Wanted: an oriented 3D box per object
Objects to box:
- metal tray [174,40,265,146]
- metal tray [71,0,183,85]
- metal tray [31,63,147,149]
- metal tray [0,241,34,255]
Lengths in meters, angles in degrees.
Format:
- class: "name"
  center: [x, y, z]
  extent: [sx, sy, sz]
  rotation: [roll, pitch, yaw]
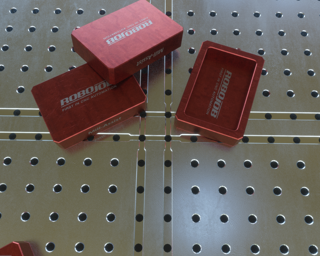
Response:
- class: "metal tray"
  center: [0.083, -0.050, 0.428]
  extent: [0.090, 0.030, 0.130]
  rotation: [19, 71, 6]
- class: "metal tray"
  center: [-0.043, -0.124, 0.433]
  extent: [0.131, 0.030, 0.090]
  rotation: [-36, 66, -25]
- class: "metal tray"
  center: [-0.094, -0.040, 0.423]
  extent: [0.131, 0.030, 0.090]
  rotation: [-27, 72, -10]
- class: "metal tray"
  center: [-0.168, 0.203, 0.333]
  extent: [0.090, 0.030, 0.130]
  rotation: [-27, 73, -10]
